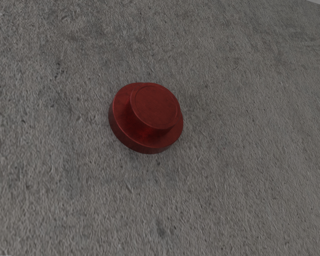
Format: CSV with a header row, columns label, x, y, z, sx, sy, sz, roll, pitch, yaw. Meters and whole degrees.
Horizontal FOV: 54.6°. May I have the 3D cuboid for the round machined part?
label,x,y,z,sx,sy,sz,roll,pitch,yaw
round machined part,-0.013,-0.019,0.397,0.099,0.042,0.098,13,56,-21
